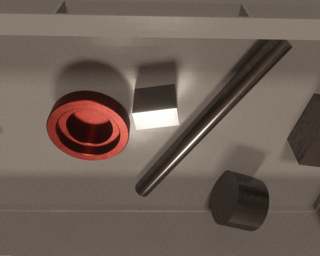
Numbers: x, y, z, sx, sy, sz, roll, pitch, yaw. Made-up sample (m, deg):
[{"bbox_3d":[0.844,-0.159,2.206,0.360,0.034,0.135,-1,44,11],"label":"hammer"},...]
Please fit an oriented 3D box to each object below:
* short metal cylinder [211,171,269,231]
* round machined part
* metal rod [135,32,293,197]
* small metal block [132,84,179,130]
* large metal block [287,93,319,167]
[{"bbox_3d":[0.119,0.111,0.469,0.050,0.080,0.079,16,128,-14],"label":"short metal cylinder"},{"bbox_3d":[-0.087,-0.007,0.391,0.099,0.042,0.097,-1,130,0],"label":"round machined part"},{"bbox_3d":[0.052,0.002,0.411,0.025,0.025,0.298,26,125,-21],"label":"metal rod"},{"bbox_3d":[-0.005,-0.026,0.371,0.050,0.050,0.025,-7,130,5],"label":"small metal block"},{"bbox_3d":[0.228,0.007,0.402,0.081,0.050,0.079,7,130,-7],"label":"large metal block"}]
